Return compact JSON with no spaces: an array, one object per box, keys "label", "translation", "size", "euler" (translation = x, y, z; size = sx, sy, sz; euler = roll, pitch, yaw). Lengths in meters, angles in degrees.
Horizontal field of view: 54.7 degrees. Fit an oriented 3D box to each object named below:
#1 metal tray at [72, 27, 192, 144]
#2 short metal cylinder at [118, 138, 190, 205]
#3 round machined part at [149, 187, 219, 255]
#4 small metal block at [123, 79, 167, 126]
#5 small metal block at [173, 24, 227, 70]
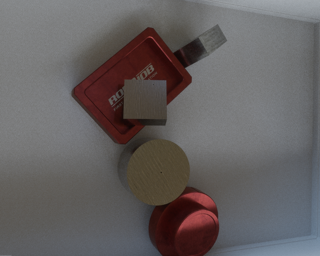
[{"label":"metal tray","translation":[-0.033,-0.053,0.396],"size":[0.130,0.030,0.090],"euler":[-44,104,-15]},{"label":"short metal cylinder","translation":[-0.009,0.053,0.395],"size":[0.081,0.050,0.079],"euler":[0,90,-20]},{"label":"round machined part","translation":[0.038,0.131,0.406],"size":[0.099,0.042,0.097],"euler":[-6,103,-28]},{"label":"small metal block","translation":[-0.018,-0.031,0.377],"size":[0.050,0.025,0.050],"euler":[1,73,-4]},{"label":"small metal block","translation":[0.052,-0.107,0.410],"size":[0.050,0.050,0.025],"euler":[-43,105,-38]}]
